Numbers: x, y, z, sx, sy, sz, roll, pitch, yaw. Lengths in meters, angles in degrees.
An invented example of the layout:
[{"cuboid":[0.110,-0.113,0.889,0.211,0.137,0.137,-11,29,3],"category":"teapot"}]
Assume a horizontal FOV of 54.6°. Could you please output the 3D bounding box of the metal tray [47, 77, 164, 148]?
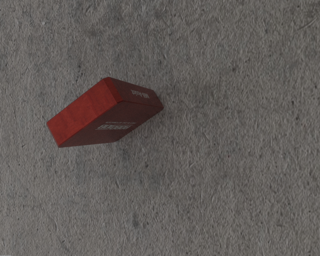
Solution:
[{"cuboid":[-0.058,-0.015,0.374,0.090,0.130,0.030,-34,79,17],"category":"metal tray"}]
